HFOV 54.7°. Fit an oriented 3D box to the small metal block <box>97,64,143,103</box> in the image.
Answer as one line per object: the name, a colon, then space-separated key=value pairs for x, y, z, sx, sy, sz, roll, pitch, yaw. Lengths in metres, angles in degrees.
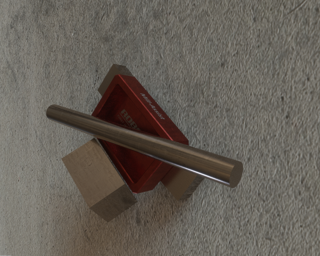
small metal block: x=-0.058 y=-0.057 z=0.452 sx=0.050 sy=0.025 sz=0.050 roll=52 pitch=120 yaw=27

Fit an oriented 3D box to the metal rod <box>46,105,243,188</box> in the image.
metal rod: x=-0.045 y=0.009 z=0.370 sx=0.300 sy=0.025 sz=0.025 roll=16 pitch=100 yaw=38

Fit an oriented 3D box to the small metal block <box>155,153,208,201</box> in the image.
small metal block: x=0.026 y=0.053 z=0.383 sx=0.050 sy=0.025 sz=0.050 roll=46 pitch=117 yaw=30

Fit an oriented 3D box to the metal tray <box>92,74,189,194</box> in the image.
metal tray: x=-0.033 y=0.005 z=0.395 sx=0.130 sy=0.030 sz=0.090 roll=51 pitch=120 yaw=27

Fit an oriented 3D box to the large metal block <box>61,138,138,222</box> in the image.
large metal block: x=-0.080 y=0.073 z=0.423 sx=0.050 sy=0.080 sz=0.080 roll=-34 pitch=62 yaw=-10
